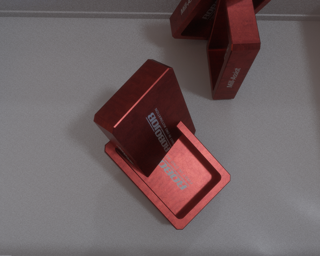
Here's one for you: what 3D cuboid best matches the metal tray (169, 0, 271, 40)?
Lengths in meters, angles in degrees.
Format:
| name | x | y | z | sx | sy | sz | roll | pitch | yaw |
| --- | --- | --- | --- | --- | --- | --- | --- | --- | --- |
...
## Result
| name | x | y | z | sx | sy | sz | roll | pitch | yaw |
| --- | --- | --- | --- | --- | --- | --- | --- | --- | --- |
| metal tray | 0.077 | -0.157 | 0.394 | 0.091 | 0.130 | 0.030 | -4 | 78 | -21 |

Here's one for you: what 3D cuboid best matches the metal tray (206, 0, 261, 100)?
| name | x | y | z | sx | sy | sz | roll | pitch | yaw |
| --- | --- | --- | --- | --- | --- | --- | --- | --- | --- |
| metal tray | 0.087 | -0.102 | 0.392 | 0.030 | 0.130 | 0.090 | -3 | 70 | -1 |

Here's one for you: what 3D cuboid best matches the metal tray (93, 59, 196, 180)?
| name | x | y | z | sx | sy | sz | roll | pitch | yaw |
| --- | --- | --- | --- | --- | --- | --- | --- | --- | --- |
| metal tray | -0.009 | -0.002 | 0.353 | 0.030 | 0.130 | 0.090 | 31 | 72 | 33 |

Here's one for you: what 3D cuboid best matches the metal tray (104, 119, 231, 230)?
| name | x | y | z | sx | sy | sz | roll | pitch | yaw |
| --- | --- | --- | --- | --- | --- | --- | --- | --- | --- |
| metal tray | 0.009 | 0.043 | 0.371 | 0.090 | 0.030 | 0.130 | -42 | 92 | -13 |
